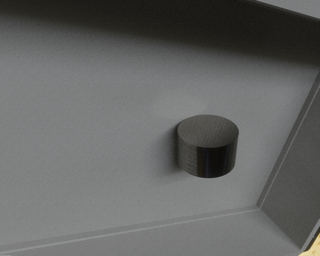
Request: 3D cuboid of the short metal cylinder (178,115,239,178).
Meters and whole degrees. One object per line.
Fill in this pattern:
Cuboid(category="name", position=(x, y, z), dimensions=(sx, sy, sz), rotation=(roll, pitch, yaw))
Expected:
Cuboid(category="short metal cylinder", position=(0.065, 0.023, 0.425), dimensions=(0.081, 0.080, 0.050), rotation=(-16, 125, -20))
